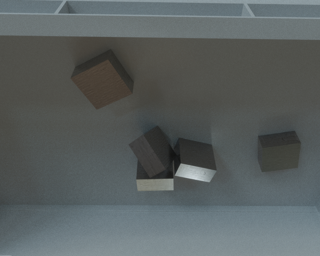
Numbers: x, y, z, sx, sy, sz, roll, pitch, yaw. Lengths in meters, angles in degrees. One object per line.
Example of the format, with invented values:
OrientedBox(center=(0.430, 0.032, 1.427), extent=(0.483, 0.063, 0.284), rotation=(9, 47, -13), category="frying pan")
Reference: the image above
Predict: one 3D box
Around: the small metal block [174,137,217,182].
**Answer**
OrientedBox(center=(0.047, 0.044, 0.430), extent=(0.050, 0.050, 0.025), rotation=(13, 129, -11), category="small metal block")

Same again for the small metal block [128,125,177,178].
OrientedBox(center=(-0.008, 0.030, 0.405), extent=(0.025, 0.050, 0.050), rotation=(-32, 92, 24), category="small metal block")

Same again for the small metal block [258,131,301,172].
OrientedBox(center=(0.168, 0.034, 0.439), extent=(0.050, 0.025, 0.050), rotation=(-9, 130, 7), category="small metal block")

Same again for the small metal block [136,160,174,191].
OrientedBox(center=(-0.007, 0.062, 0.446), extent=(0.050, 0.050, 0.025), rotation=(-1, 130, 1), category="small metal block")

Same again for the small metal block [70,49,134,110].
OrientedBox(center=(-0.066, -0.056, 0.361), extent=(0.050, 0.025, 0.050), rotation=(-22, 127, 17), category="small metal block")
